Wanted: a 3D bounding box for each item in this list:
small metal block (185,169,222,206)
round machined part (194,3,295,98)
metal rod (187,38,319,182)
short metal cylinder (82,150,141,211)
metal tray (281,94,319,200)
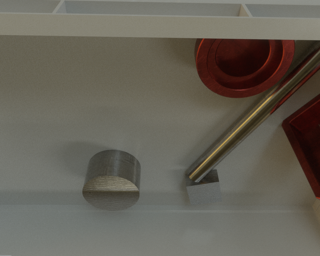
[{"bbox_3d":[0.070,0.095,0.491,0.050,0.025,0.050,-10,130,8],"label":"small metal block"},{"bbox_3d":[0.086,-0.083,0.328,0.099,0.042,0.097,-1,130,0],"label":"round machined part"},{"bbox_3d":[0.130,-0.025,0.389,0.025,0.025,0.298,25,126,-20],"label":"metal rod"},{"bbox_3d":[-0.069,0.078,0.458,0.081,0.050,0.079,0,130,0],"label":"short metal cylinder"},{"bbox_3d":[0.204,0.015,0.356,0.030,0.130,0.090,31,123,-24],"label":"metal tray"}]
